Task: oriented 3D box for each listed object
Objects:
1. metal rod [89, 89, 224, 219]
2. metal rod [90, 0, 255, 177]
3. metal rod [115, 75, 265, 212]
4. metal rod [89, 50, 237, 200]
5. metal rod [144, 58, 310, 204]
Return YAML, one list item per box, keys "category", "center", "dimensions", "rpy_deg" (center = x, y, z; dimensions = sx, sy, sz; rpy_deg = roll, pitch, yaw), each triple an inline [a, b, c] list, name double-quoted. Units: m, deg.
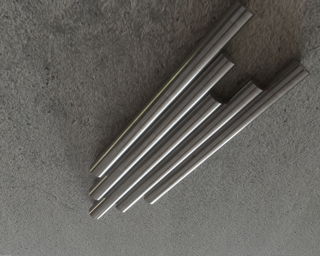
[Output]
- category: "metal rod"
  center: [-0.021, 0.053, 0.454]
  dimensions: [0.025, 0.025, 0.299]
  rpy_deg: [29, 124, -23]
- category: "metal rod"
  center: [-0.004, -0.029, 0.384]
  dimensions: [0.025, 0.025, 0.299]
  rpy_deg: [29, 124, -23]
- category: "metal rod"
  center: [0.025, 0.038, 0.441]
  dimensions: [0.025, 0.025, 0.299]
  rpy_deg: [29, 124, -23]
- category: "metal rod"
  center: [-0.013, 0.013, 0.419]
  dimensions: [0.025, 0.025, 0.299]
  rpy_deg: [29, 124, -23]
- category: "metal rod"
  center: [0.072, 0.021, 0.427]
  dimensions: [0.025, 0.025, 0.299]
  rpy_deg: [29, 124, -23]
